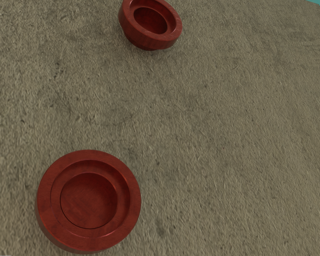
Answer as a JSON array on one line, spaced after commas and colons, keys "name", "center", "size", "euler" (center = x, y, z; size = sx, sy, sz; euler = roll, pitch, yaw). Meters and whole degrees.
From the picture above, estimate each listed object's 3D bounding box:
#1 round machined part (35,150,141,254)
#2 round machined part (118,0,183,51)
[{"name": "round machined part", "center": [-0.072, 0.074, 0.309], "size": [0.099, 0.042, 0.098], "euler": [14, 56, -21]}, {"name": "round machined part", "center": [-0.018, -0.159, 0.480], "size": [0.099, 0.042, 0.098], "euler": [14, 56, -21]}]
